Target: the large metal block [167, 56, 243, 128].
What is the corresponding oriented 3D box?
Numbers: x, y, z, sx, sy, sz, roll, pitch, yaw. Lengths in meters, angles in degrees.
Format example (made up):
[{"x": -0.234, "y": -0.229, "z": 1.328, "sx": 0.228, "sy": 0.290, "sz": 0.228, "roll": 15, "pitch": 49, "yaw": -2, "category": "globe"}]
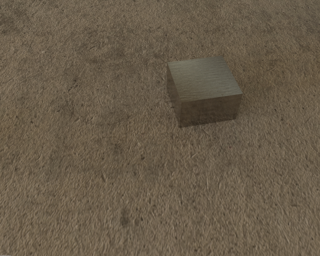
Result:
[{"x": 0.058, "y": -0.052, "z": 0.431, "sx": 0.081, "sy": 0.050, "sz": 0.080, "roll": -9, "pitch": 51, "yaw": -8, "category": "large metal block"}]
